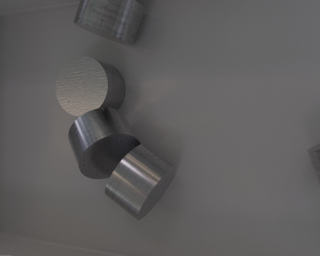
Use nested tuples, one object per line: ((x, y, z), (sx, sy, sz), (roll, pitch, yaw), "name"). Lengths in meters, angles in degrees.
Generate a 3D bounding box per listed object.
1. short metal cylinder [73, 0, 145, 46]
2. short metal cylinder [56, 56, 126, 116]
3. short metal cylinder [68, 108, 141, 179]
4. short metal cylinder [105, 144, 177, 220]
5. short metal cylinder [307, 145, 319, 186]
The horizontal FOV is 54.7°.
((-0.066, -0.146, 0.404), (0.080, 0.080, 0.050), (23, 98, 18), "short metal cylinder")
((-0.096, -0.055, 0.431), (0.080, 0.050, 0.080), (0, 90, 20), "short metal cylinder")
((-0.071, 0.020, 0.399), (0.080, 0.080, 0.050), (-45, 51, 14), "short metal cylinder")
((-0.023, 0.067, 0.389), (0.050, 0.080, 0.080), (34, 101, 17), "short metal cylinder")
((0.199, 0.035, 0.311), (0.080, 0.080, 0.050), (-19, 84, 19), "short metal cylinder")
